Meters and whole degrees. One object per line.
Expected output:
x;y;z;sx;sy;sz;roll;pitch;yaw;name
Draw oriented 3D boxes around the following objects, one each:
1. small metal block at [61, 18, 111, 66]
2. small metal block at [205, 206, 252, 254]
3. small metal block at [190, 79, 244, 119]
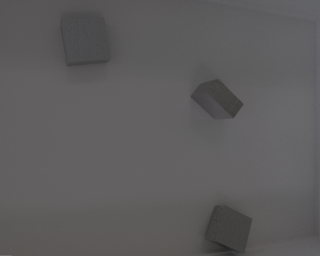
-0.091;-0.104;0.377;0.050;0.025;0.050;-10;94;-20;small metal block
0.099;0.144;0.441;0.050;0.025;0.050;29;66;-18;small metal block
0.077;-0.038;0.425;0.050;0.050;0.025;41;77;-16;small metal block
